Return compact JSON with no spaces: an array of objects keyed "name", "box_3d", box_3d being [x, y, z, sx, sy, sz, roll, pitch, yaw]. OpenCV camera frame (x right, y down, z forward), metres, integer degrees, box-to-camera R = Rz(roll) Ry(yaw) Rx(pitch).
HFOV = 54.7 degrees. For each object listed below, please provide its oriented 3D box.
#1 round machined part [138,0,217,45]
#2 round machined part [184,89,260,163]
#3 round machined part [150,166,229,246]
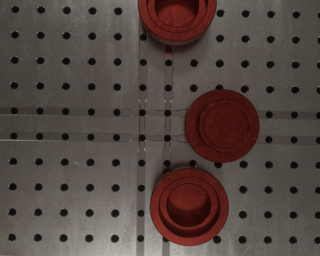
[{"name":"round machined part","box_3d":[0.021,-0.156,0.405,0.099,0.042,0.097,0,90,-1]},{"name":"round machined part","box_3d":[0.082,-0.003,0.406,0.099,0.042,0.097,0,90,-1]},{"name":"round machined part","box_3d":[0.036,0.098,0.405,0.099,0.042,0.097,0,90,-1]}]
